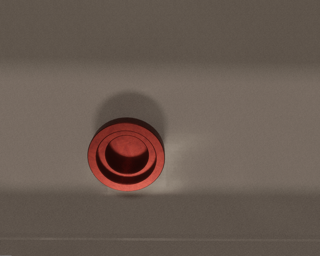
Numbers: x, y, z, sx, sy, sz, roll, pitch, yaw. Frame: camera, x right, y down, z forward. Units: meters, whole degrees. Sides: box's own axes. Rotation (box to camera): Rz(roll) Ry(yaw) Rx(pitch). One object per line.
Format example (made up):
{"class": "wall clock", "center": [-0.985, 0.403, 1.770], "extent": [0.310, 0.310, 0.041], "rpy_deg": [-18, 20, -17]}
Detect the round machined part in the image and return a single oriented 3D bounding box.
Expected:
{"class": "round machined part", "center": [-0.043, 0.032, 0.413], "extent": [0.099, 0.042, 0.097], "rpy_deg": [0, 110, -1]}
